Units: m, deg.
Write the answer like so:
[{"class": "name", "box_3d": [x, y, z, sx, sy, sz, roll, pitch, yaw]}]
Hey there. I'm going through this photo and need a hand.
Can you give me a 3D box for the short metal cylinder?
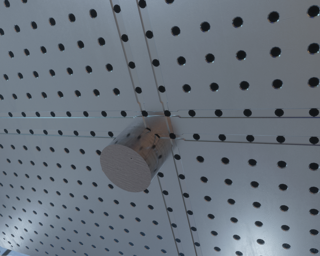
[{"class": "short metal cylinder", "box_3d": [-0.037, 0.044, 0.443, 0.080, 0.050, 0.080, 13, 124, 21]}]
